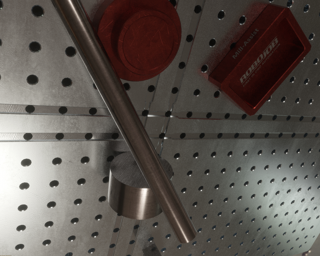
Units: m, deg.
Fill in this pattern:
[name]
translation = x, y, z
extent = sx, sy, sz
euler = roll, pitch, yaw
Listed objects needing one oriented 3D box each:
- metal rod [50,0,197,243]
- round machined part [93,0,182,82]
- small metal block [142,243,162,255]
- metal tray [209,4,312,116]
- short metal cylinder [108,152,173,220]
[metal rod]
translation = -0.029, 0.003, 0.332
extent = 0.025, 0.025, 0.299
euler = -29, 108, -10
[round machined part]
translation = -0.020, -0.095, 0.332
extent = 0.099, 0.042, 0.097
euler = -14, 124, -21
[small metal block]
translation = -0.005, 0.242, 0.544
extent = 0.025, 0.050, 0.050
euler = -23, 127, -15
[metal tray]
translation = 0.140, -0.091, 0.430
extent = 0.090, 0.030, 0.130
euler = 33, 99, -39
[short metal cylinder]
translation = -0.027, 0.073, 0.408
extent = 0.081, 0.080, 0.050
euler = -6, 121, -26
